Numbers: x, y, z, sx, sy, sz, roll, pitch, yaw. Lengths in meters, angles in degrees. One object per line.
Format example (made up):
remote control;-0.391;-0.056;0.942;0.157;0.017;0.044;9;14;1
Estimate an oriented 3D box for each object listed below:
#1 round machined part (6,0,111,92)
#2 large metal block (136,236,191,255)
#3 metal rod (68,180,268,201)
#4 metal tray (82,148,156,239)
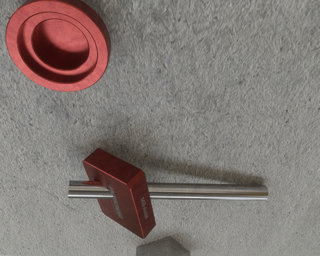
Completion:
round machined part;-0.100;-0.089;0.319;0.099;0.042;0.097;0;130;0
large metal block;0.008;0.268;0.619;0.080;0.050;0.080;-26;126;20
metal rod;0.020;0.095;0.465;0.302;0.025;0.025;4;131;-12
metal tray;-0.057;0.098;0.455;0.090;0.030;0.129;22;139;31
